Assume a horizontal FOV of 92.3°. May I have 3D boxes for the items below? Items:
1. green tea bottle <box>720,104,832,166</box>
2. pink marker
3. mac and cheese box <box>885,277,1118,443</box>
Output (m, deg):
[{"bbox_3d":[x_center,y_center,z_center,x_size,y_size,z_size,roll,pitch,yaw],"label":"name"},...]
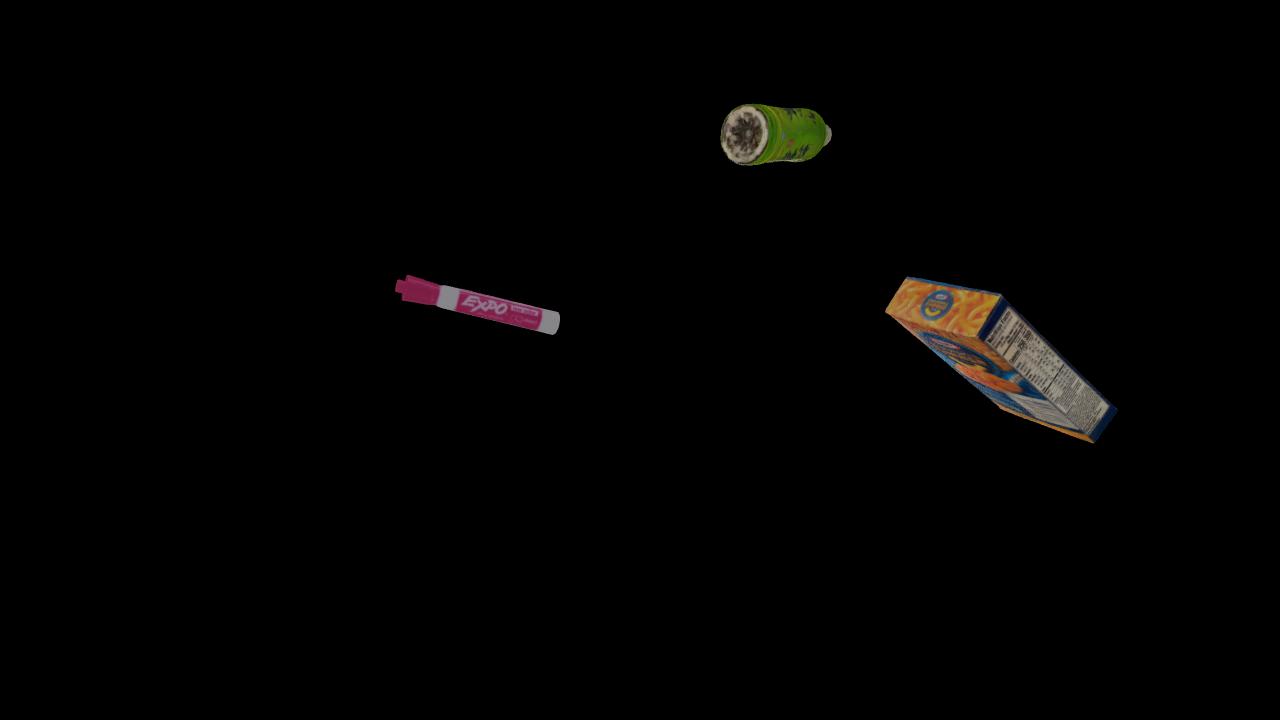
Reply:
[{"bbox_3d":[0.187,-0.290,0.791,0.073,0.073,0.212,0,17,41],"label":"green tea bottle"},{"bbox_3d":[-0.119,-0.040,0.459,0.121,0.020,0.020,13,-6,-28],"label":"pink marker"},{"bbox_3d":[0.294,0.000,0.500,0.184,0.041,0.093,31,4,-25],"label":"mac and cheese box"}]
